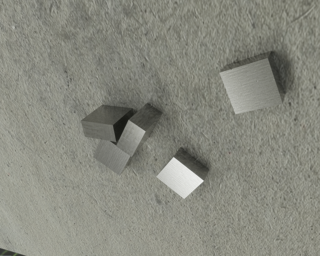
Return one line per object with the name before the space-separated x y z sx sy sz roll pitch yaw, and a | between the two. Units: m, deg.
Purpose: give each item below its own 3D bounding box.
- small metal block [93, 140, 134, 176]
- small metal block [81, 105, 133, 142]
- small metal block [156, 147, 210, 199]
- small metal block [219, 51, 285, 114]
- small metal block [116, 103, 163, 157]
small metal block | -0.067 0.036 0.464 0.050 0.025 0.050 34 129 5
small metal block | -0.070 -0.008 0.423 0.050 0.050 0.025 8 122 24
small metal block | 0.031 0.063 0.429 0.050 0.025 0.050 38 129 2
small metal block | 0.098 -0.047 0.326 0.050 0.025 0.050 -13 112 33
small metal block | -0.027 0.002 0.406 0.025 0.050 0.050 34 129 5
